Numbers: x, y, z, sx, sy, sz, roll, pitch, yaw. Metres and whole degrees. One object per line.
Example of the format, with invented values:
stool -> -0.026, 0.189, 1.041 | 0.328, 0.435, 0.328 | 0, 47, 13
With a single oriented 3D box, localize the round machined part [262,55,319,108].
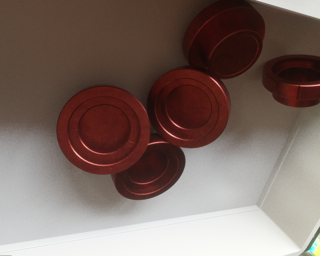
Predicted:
round machined part -> 0.194, -0.063, 0.431 | 0.099, 0.098, 0.042 | -21, 127, -17

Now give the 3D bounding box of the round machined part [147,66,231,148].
round machined part -> 0.037, -0.028, 0.378 | 0.098, 0.042, 0.097 | 7, 113, 17

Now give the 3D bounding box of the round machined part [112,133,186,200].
round machined part -> -0.019, 0.046, 0.415 | 0.099, 0.042, 0.097 | -14, 129, -18

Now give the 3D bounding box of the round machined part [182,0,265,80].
round machined part -> 0.080, -0.096, 0.365 | 0.099, 0.042, 0.097 | -14, 142, -11

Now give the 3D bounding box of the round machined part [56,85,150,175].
round machined part -> -0.063, -0.001, 0.350 | 0.099, 0.042, 0.097 | -2, 102, -10
